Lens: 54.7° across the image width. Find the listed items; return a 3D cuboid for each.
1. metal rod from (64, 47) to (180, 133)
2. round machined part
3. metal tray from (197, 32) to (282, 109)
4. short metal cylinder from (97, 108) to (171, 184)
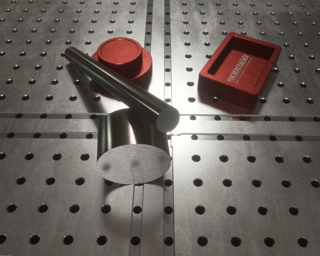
[{"bbox_3d":[-0.069,-0.064,0.394,0.025,0.025,0.300,-26,35,-21],"label":"metal rod"},{"bbox_3d":[-0.061,-0.106,0.484,0.099,0.042,0.098,0,50,0],"label":"round machined part"},{"bbox_3d":[0.126,-0.095,0.485,0.090,0.030,0.130,23,54,18],"label":"metal tray"},{"bbox_3d":[-0.030,0.022,0.353,0.081,0.080,0.050,-4,51,-4],"label":"short metal cylinder"}]
